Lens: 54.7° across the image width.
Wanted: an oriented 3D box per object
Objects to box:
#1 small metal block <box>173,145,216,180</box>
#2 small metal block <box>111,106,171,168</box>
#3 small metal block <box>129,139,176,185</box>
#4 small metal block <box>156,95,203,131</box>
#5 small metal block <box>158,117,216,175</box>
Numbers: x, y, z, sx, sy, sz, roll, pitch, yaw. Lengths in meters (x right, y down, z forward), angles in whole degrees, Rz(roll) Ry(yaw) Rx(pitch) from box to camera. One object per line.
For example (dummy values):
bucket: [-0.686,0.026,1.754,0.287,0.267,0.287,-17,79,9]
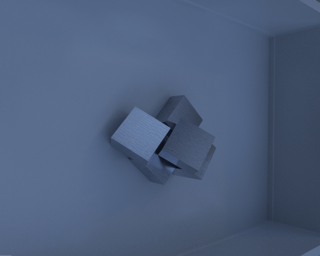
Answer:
small metal block: [0.042,0.040,0.425,0.025,0.050,0.050,43,64,-32]
small metal block: [-0.023,0.011,0.371,0.050,0.025,0.050,32,65,6]
small metal block: [-0.004,0.038,0.403,0.050,0.025,0.050,50,60,-29]
small metal block: [0.026,-0.010,0.428,0.050,0.025,0.050,50,60,-29]
small metal block: [0.033,0.023,0.386,0.050,0.025,0.050,31,67,0]
